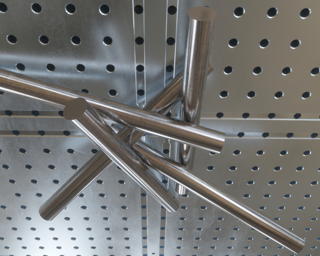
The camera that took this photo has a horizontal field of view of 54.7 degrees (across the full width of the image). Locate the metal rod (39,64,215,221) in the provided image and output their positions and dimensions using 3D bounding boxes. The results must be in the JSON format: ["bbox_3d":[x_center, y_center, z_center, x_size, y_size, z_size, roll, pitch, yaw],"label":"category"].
[{"bbox_3d":[-0.053,0.022,0.391,0.299,0.025,0.025,-43,119,16],"label":"metal rod"}]

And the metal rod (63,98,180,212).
[{"bbox_3d":[-0.028,0.056,0.405,0.025,0.025,0.300,-16,145,13],"label":"metal rod"}]

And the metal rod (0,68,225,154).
[{"bbox_3d":[-0.075,-0.025,0.351,0.302,0.025,0.025,16,129,0],"label":"metal rod"}]

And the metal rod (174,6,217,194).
[{"bbox_3d":[0.036,-0.002,0.380,0.025,0.025,0.298,0,139,0],"label":"metal rod"}]

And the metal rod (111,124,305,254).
[{"bbox_3d":[0.059,0.082,0.418,0.301,0.025,0.025,31,126,-1],"label":"metal rod"}]
